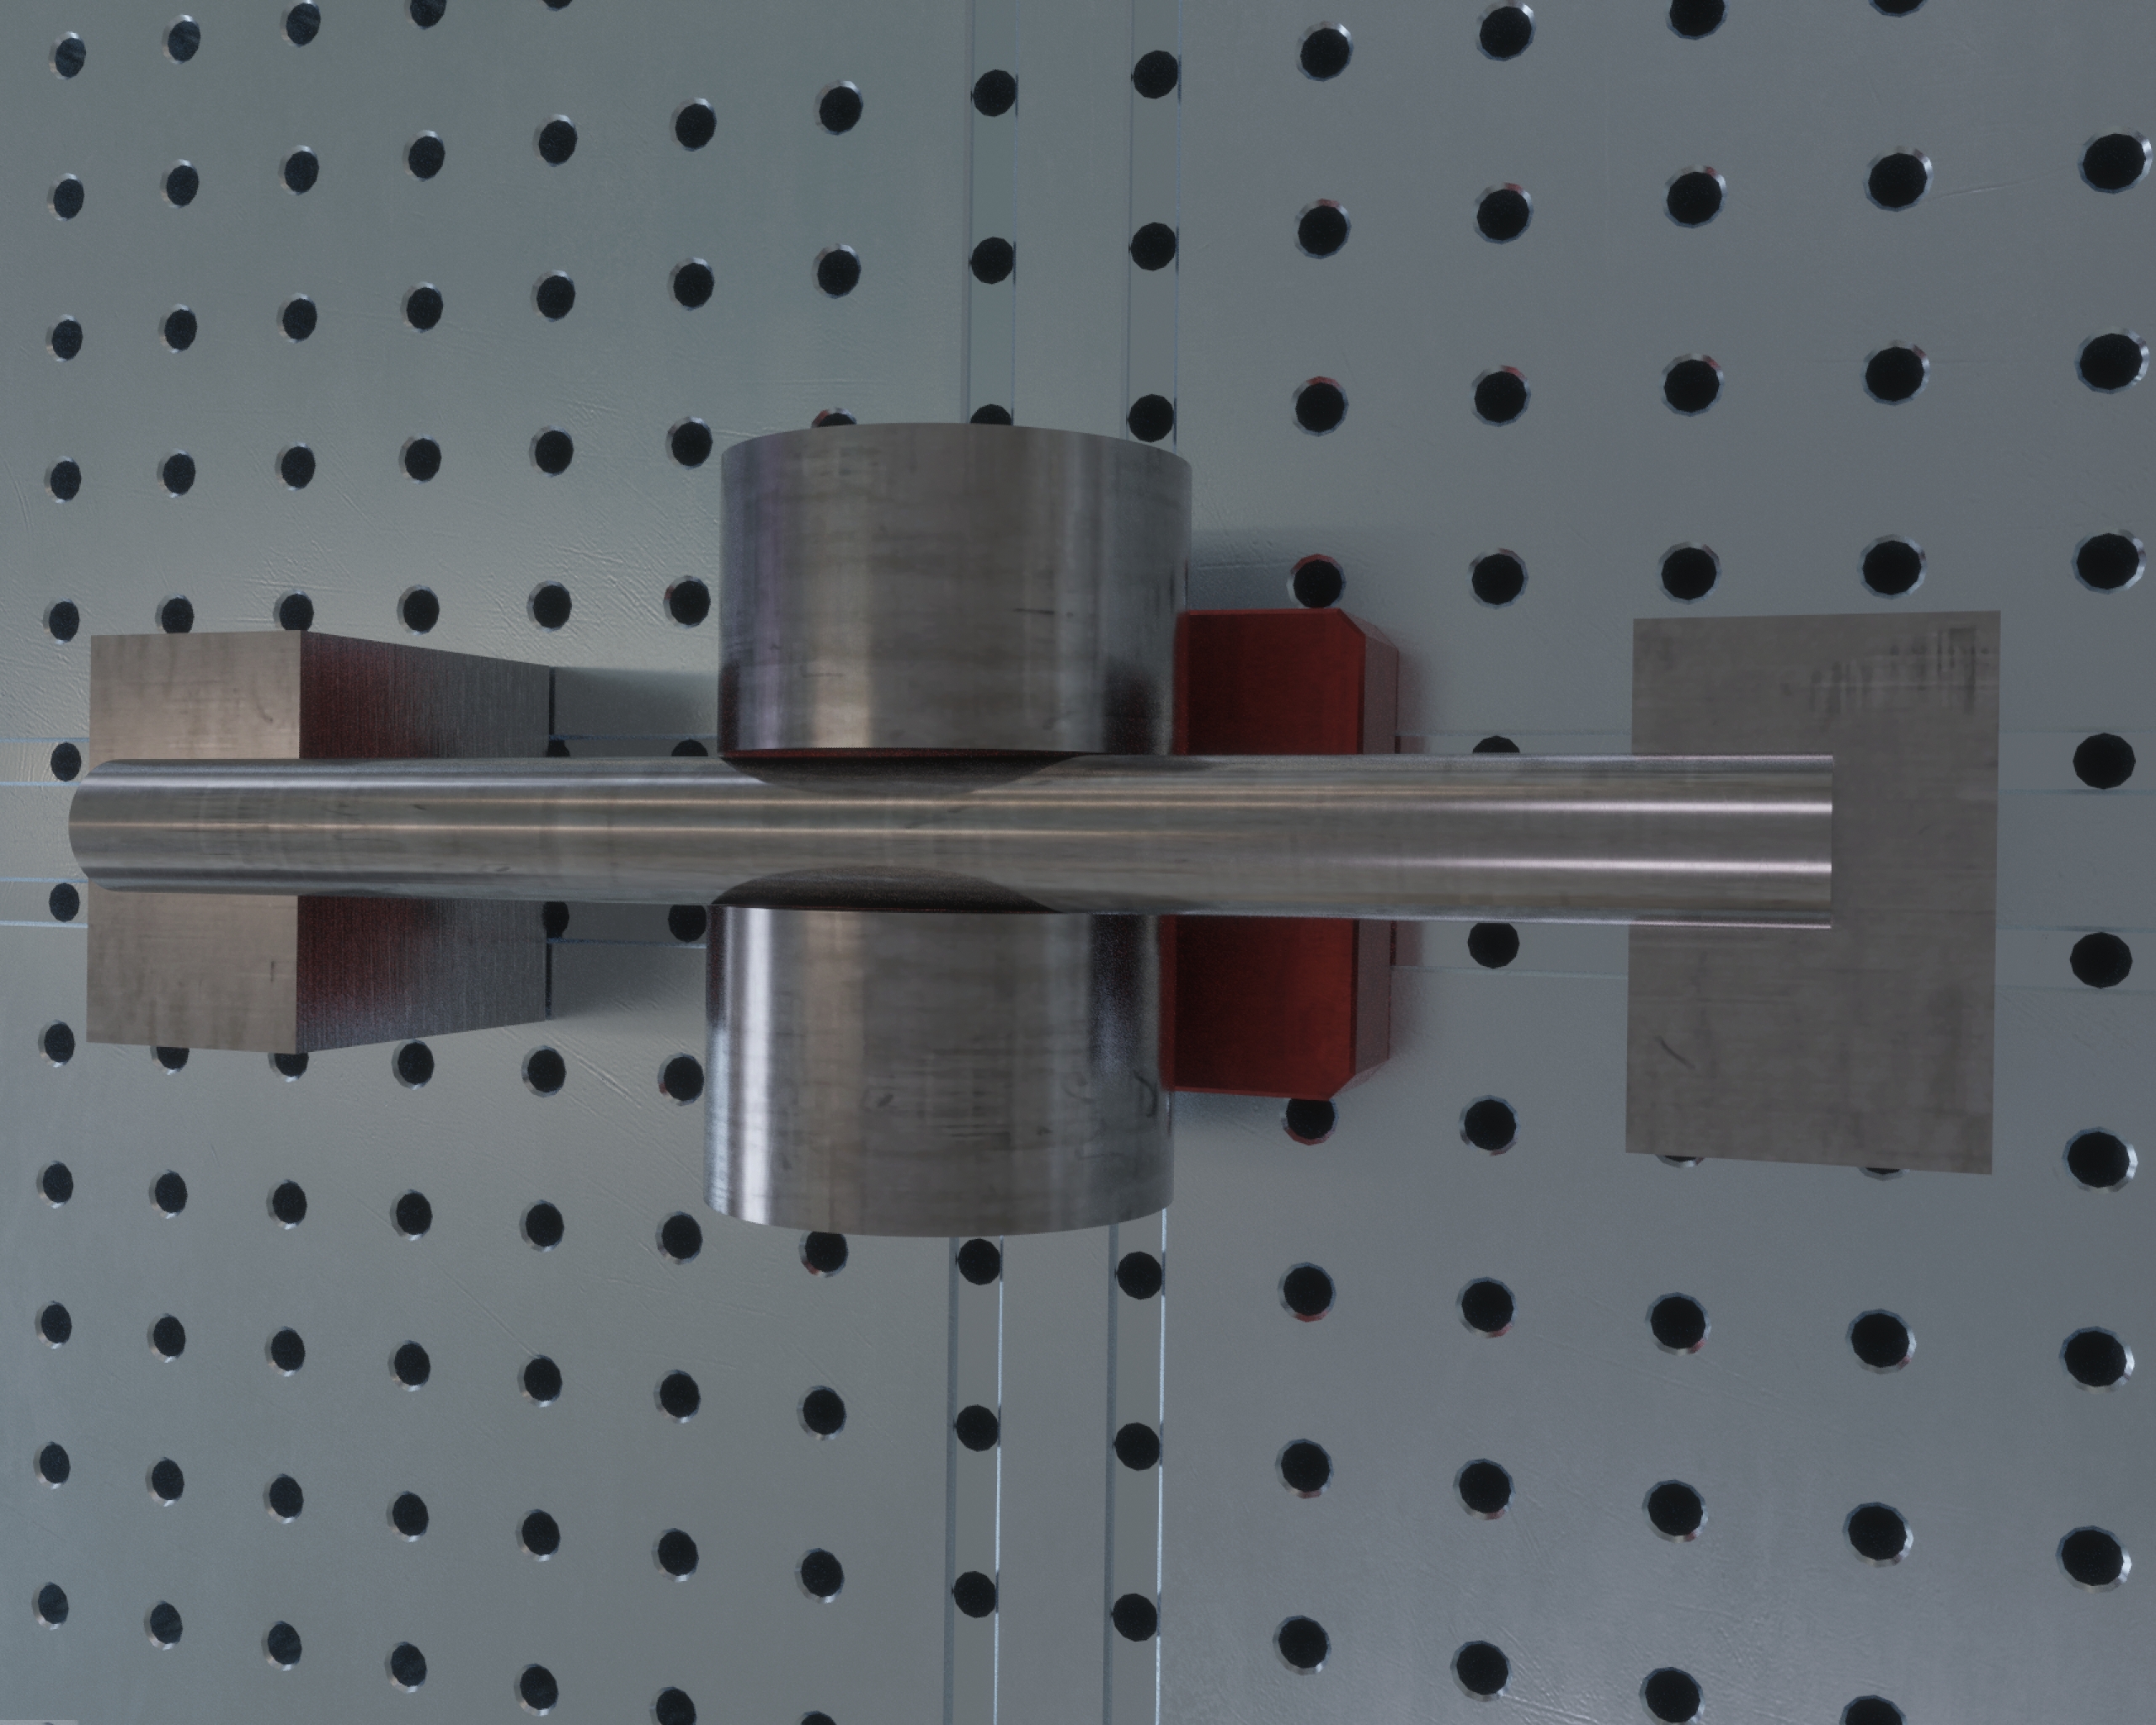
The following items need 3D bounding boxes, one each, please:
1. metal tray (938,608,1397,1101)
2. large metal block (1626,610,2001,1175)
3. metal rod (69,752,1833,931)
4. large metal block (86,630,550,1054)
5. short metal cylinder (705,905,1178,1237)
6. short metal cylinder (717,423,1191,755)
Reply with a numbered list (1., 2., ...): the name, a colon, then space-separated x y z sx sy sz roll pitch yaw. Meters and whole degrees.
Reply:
1. metal tray: -0.005 -0.003 0.412 0.130 0.030 0.089 2 91 19
2. large metal block: 0.120 0.004 0.340 0.050 0.080 0.080 1 90 20
3. metal rod: -0.037 -0.005 0.340 0.301 0.025 0.025 1 90 19
4. large metal block: -0.156 -0.004 0.437 0.050 0.080 0.080 1 90 20
5. short metal cylinder: -0.023 0.032 0.360 0.080 0.080 0.050 1 91 20
6. short metal cylinder: -0.021 -0.043 0.359 0.080 0.080 0.050 1 91 20
